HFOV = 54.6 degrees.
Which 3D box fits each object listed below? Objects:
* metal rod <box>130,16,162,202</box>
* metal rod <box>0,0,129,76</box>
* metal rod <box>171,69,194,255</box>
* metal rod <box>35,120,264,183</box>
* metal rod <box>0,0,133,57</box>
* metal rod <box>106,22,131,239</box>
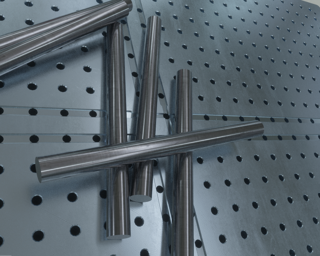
[{"bbox_3d":[-0.016,-0.047,0.427,0.025,0.025,0.300,16,55,-19],"label":"metal rod"},{"bbox_3d":[-0.150,-0.096,0.370,0.025,0.025,0.302,47,56,5],"label":"metal rod"},{"bbox_3d":[0.030,0.044,0.396,0.025,0.025,0.300,16,55,-19],"label":"metal rod"},{"bbox_3d":[0.014,0.020,0.369,0.302,0.025,0.025,-9,66,-32],"label":"metal rod"},{"bbox_3d":[-0.146,-0.127,0.406,0.025,0.025,0.302,48,51,5],"label":"metal rod"},{"bbox_3d":[-0.055,-0.019,0.389,0.025,0.025,0.299,9,58,-24],"label":"metal rod"}]
